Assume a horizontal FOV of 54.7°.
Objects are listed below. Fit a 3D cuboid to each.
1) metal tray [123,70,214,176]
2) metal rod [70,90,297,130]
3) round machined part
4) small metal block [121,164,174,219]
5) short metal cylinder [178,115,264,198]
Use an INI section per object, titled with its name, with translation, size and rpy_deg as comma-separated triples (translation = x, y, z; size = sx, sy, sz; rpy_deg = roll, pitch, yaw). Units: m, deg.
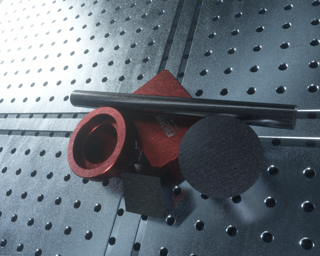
[metal tray]
translation = 0.007, -0.010, 0.407
size = 0.090, 0.030, 0.130
rpy_deg = -37, 51, 3
[metal rod]
translation = 0.005, -0.027, 0.381
size = 0.300, 0.025, 0.025
rpy_deg = 7, 65, 31
[round machined part]
translation = -0.072, 0.024, 0.412
size = 0.098, 0.042, 0.098
rpy_deg = -14, 61, 27
[small metal block]
translation = -0.014, 0.071, 0.353
size = 0.050, 0.025, 0.050
rpy_deg = 3, 106, 28
[short metal cylinder]
translation = 0.062, 0.030, 0.320
size = 0.080, 0.050, 0.080
rpy_deg = -2, 81, 11
